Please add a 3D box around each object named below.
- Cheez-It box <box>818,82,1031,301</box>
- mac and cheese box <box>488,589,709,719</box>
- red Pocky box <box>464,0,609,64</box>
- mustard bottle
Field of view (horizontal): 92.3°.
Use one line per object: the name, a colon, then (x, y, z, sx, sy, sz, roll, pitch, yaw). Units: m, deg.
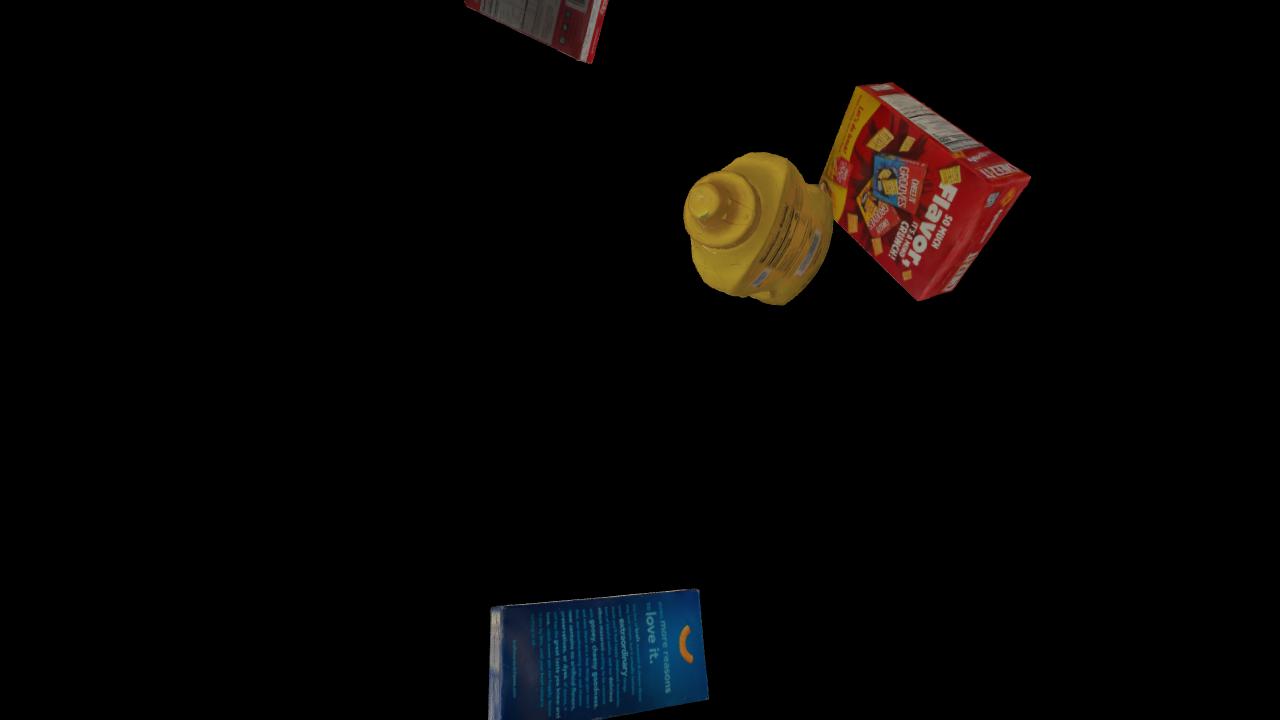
Cheez-It box: (0.324, -0.207, 0.749, 0.071, 0.223, 0.166, -16, -37, -22)
mac and cheese box: (-0.032, 0.248, 0.517, 0.184, 0.093, 0.041, 7, -24, -27)
red Pocky box: (-0.097, -0.350, 0.579, 0.155, 0.083, 0.028, 34, 34, 19)
mustard bottle: (0.075, -0.084, 0.394, 0.054, 0.092, 0.184, 35, 17, 23)
